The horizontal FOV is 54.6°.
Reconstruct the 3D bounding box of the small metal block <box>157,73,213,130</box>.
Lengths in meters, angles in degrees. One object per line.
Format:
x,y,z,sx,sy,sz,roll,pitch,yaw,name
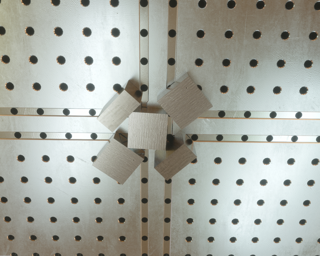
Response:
0.032,-0.035,0.401,0.050,0.025,0.050,-38,106,13,small metal block

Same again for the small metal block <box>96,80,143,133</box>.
-0.049,-0.028,0.389,0.025,0.050,0.050,42,105,-15,small metal block

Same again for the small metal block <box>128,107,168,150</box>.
-0.016,0.000,0.413,0.050,0.025,0.050,4,109,0,small metal block

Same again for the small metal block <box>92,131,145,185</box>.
-0.056,0.042,0.428,0.050,0.025,0.050,36,106,-13,small metal block

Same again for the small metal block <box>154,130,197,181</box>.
0.020,0.035,0.413,0.050,0.050,0.025,-40,105,13,small metal block
